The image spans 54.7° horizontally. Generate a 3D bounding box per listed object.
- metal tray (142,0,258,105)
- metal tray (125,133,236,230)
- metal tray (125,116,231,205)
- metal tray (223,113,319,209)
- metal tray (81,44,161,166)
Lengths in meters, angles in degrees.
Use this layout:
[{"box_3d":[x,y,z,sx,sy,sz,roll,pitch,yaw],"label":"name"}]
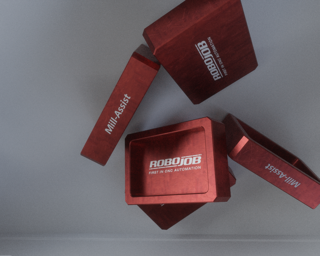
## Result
[{"box_3d":[0.050,-0.083,0.335,0.090,0.030,0.130,-32,151,11],"label":"metal tray"},{"box_3d":[0.028,0.075,0.436,0.130,0.030,0.090,-38,106,12],"label":"metal tray"},{"box_3d":[0.015,0.044,0.368,0.130,0.030,0.090,-13,73,37],"label":"metal tray"},{"box_3d":[0.139,0.039,0.391,0.130,0.090,0.030,31,107,-11],"label":"metal tray"},{"box_3d":[-0.043,-0.030,0.363,0.030,0.090,0.129,29,109,-8],"label":"metal tray"}]
